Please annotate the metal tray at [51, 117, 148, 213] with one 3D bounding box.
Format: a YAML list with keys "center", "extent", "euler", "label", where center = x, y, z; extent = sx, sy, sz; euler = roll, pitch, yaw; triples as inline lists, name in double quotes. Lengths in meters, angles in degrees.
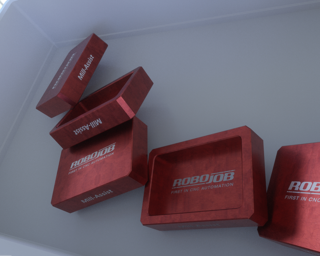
- center: [-0.076, 0.046, 0.394]
  extent: [0.130, 0.030, 0.090]
  euler: [-25, 46, 25]
  label: "metal tray"

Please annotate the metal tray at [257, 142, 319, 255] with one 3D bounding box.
- center: [0.140, 0.056, 0.243]
  extent: [0.130, 0.030, 0.090]
  euler: [-20, 46, 67]
  label: "metal tray"

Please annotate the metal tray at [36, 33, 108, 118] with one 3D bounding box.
- center: [-0.142, -0.084, 0.501]
  extent: [0.090, 0.030, 0.130]
  euler: [-15, 46, 47]
  label: "metal tray"

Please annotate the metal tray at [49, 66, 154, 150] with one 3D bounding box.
- center: [-0.079, -0.027, 0.419]
  extent: [0.130, 0.030, 0.090]
  euler: [-23, 26, 30]
  label: "metal tray"

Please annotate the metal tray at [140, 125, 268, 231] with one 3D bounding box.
- center: [0.042, 0.056, 0.324]
  extent: [0.130, 0.030, 0.090]
  euler: [-17, 53, 37]
  label: "metal tray"
